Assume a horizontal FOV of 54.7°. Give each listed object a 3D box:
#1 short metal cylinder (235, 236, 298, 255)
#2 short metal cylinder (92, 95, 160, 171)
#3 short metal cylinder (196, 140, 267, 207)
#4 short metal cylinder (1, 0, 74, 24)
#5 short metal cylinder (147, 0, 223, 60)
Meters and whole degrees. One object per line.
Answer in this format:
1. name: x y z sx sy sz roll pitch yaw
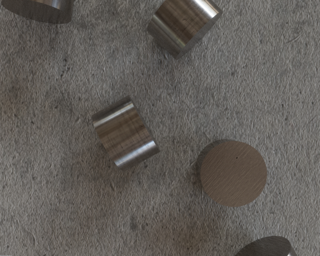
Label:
1. short metal cylinder: 0.136 0.179 0.383 0.080 0.080 0.050 -29 90 0
2. short metal cylinder: -0.041 0.006 0.382 0.050 0.080 0.080 -29 90 0
3. short metal cylinder: 0.089 0.055 0.398 0.081 0.050 0.080 0 90 0
4. short metal cylinder: -0.147 -0.167 0.381 0.080 0.080 0.050 8 90 0
5. short metal cylinder: 0.030 -0.131 0.382 0.080 0.080 0.050 -45 90 0
